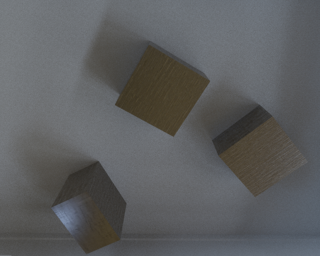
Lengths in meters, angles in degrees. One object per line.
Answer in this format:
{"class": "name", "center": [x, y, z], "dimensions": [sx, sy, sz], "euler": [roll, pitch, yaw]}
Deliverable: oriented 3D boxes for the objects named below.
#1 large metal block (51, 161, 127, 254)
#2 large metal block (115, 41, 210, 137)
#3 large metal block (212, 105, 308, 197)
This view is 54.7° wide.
{"class": "large metal block", "center": [-0.091, 0.105, 0.419], "dimensions": [0.050, 0.080, 0.080], "euler": [-26, 108, 9]}
{"class": "large metal block", "center": [0.002, -0.049, 0.380], "dimensions": [0.080, 0.050, 0.080], "euler": [29, 107, -11]}
{"class": "large metal block", "center": [0.129, 0.030, 0.411], "dimensions": [0.080, 0.050, 0.080], "euler": [-39, 106, 12]}
